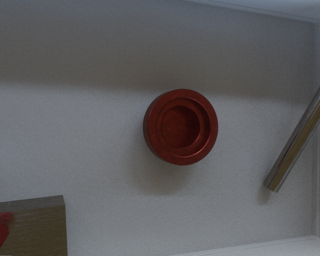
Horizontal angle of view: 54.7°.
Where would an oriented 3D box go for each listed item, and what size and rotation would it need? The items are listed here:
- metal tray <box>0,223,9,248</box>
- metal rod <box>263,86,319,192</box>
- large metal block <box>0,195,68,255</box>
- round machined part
[{"bbox_3d":[-0.198,0.094,0.237,0.130,0.030,0.090,52,51,-42],"label":"metal tray"},{"bbox_3d":[0.231,-0.039,0.441,0.025,0.025,0.298,20,105,-20],"label":"metal rod"},{"bbox_3d":[-0.147,0.124,0.344,0.081,0.050,0.079,-3,91,-21],"label":"large metal block"},{"bbox_3d":[0.024,-0.001,0.411,0.099,0.042,0.097,0,90,-20],"label":"round machined part"}]
